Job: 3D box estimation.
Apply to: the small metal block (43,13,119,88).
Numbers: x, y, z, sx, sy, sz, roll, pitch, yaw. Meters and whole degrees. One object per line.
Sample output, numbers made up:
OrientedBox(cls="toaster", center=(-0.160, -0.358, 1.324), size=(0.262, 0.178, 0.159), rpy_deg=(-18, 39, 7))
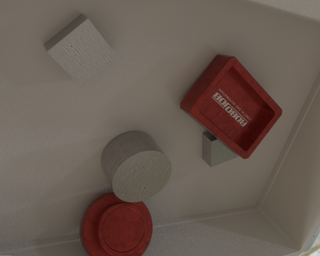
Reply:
OrientedBox(cls="small metal block", center=(-0.080, -0.079, 0.317), size=(0.050, 0.025, 0.050), rpy_deg=(-40, 130, -1))

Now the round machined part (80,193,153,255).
OrientedBox(cls="round machined part", center=(-0.055, 0.136, 0.418), size=(0.099, 0.042, 0.098), rpy_deg=(7, 73, -23))

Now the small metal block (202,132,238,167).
OrientedBox(cls="small metal block", center=(0.094, 0.027, 0.479), size=(0.050, 0.025, 0.050), rpy_deg=(-18, 126, -19))

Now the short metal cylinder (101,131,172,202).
OrientedBox(cls="short metal cylinder", center=(-0.032, 0.050, 0.408), size=(0.081, 0.050, 0.079), rpy_deg=(-14, 124, -21))

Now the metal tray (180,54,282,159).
OrientedBox(cls="metal tray", center=(0.101, -0.026, 0.426), size=(0.130, 0.030, 0.090), rpy_deg=(37, 90, -30))
